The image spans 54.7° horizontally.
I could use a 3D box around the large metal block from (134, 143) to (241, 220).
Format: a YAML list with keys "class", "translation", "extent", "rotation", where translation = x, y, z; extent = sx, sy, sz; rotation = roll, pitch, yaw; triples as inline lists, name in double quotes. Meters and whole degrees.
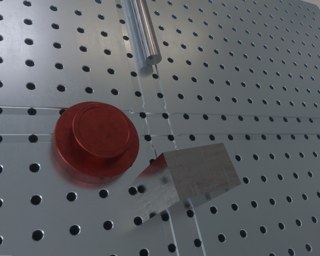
- class: "large metal block"
  translation: [0.028, 0.061, 0.351]
  extent: [0.081, 0.080, 0.050]
  rotation: [-6, 65, -31]

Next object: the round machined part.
- class: "round machined part"
  translation: [-0.069, 0.010, 0.354]
  extent: [0.099, 0.042, 0.098]
  rotation: [14, 56, -21]

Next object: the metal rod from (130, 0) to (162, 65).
- class: "metal rod"
  translation: [-0.041, -0.234, 0.528]
  extent: [0.025, 0.025, 0.299]
  rotation: [1, 61, -28]
